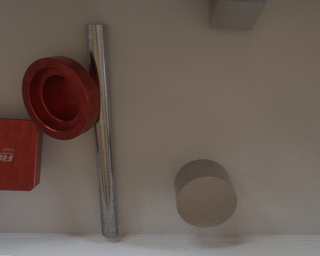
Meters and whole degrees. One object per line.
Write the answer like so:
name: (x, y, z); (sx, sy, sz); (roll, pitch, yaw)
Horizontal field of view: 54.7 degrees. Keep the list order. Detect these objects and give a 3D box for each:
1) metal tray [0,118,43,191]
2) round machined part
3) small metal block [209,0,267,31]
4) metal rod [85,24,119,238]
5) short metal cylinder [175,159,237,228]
metal tray: (-0.222, 0.031, 0.394); (0.131, 0.030, 0.089); (4, 90, -9)
round machined part: (-0.113, -0.038, 0.374); (0.098, 0.042, 0.097); (9, 112, 23)
small metal block: (0.085, -0.136, 0.346); (0.050, 0.050, 0.025); (3, 74, -2)
metal rod: (-0.075, 0.018, 0.416); (0.025, 0.025, 0.298); (0, 110, 0)
short metal cylinder: (0.062, 0.091, 0.432); (0.081, 0.050, 0.079); (0, 110, -1)
